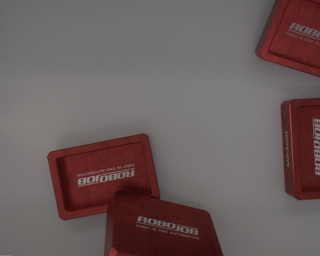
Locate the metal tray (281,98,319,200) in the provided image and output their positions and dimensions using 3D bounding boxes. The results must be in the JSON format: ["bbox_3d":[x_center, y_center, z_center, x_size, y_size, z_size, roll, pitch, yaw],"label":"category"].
[{"bbox_3d":[0.214,0.026,0.410,0.091,0.030,0.129,-3,90,0],"label":"metal tray"}]

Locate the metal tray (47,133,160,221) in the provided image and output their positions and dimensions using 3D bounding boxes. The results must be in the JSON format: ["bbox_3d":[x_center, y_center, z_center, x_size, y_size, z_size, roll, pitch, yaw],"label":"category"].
[{"bbox_3d":[-0.072,0.062,0.408,0.131,0.030,0.089,-11,90,0],"label":"metal tray"}]

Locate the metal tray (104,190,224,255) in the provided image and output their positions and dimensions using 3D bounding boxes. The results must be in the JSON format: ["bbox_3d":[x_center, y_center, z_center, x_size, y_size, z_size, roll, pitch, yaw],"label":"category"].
[{"bbox_3d":[0.004,0.126,0.359,0.131,0.090,0.030,17,117,-16],"label":"metal tray"}]

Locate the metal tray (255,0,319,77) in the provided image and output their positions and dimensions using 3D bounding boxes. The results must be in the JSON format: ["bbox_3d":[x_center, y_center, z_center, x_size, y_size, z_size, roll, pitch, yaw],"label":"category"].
[{"bbox_3d":[0.201,-0.115,0.395,0.131,0.030,0.089,17,111,-1],"label":"metal tray"}]
